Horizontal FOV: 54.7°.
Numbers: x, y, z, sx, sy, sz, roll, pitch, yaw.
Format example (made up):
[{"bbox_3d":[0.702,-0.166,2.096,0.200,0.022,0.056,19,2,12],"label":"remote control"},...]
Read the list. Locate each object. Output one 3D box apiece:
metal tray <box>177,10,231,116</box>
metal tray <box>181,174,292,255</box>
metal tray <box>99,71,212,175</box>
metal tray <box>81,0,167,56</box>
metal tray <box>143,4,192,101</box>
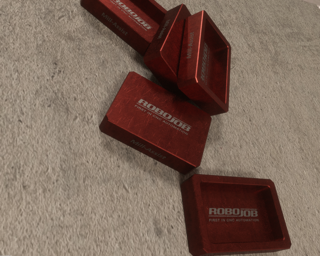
[{"bbox_3d":[0.069,-0.094,0.454,0.090,0.030,0.130,36,52,-42],"label":"metal tray"},{"bbox_3d":[0.095,0.108,0.387,0.131,0.030,0.090,8,58,-25],"label":"metal tray"},{"bbox_3d":[-0.001,-0.007,0.406,0.131,0.030,0.090,29,52,-11],"label":"metal tray"},{"bbox_3d":[-0.046,-0.182,0.488,0.130,0.030,0.090,39,51,-2],"label":"metal tray"},{"bbox_3d":[0.031,-0.112,0.461,0.090,0.030,0.130,49,44,-32],"label":"metal tray"}]
